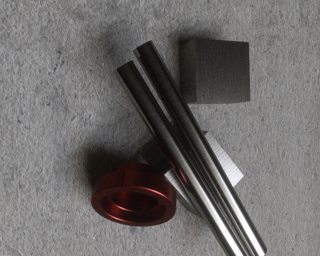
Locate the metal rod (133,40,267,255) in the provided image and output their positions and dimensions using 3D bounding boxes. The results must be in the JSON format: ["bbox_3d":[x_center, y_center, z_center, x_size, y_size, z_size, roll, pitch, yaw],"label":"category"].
[{"bbox_3d":[0.054,0.034,0.377,0.025,0.025,0.299,-33,101,-17],"label":"metal rod"}]

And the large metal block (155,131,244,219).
[{"bbox_3d":[0.050,0.060,0.415,0.080,0.050,0.080,-43,104,-15],"label":"large metal block"}]

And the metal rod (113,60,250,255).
[{"bbox_3d":[0.035,0.057,0.370,0.025,0.025,0.299,-35,101,-17],"label":"metal rod"}]

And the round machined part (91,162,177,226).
[{"bbox_3d":[-0.029,0.077,0.371,0.099,0.097,0.042,24,45,-19],"label":"round machined part"}]

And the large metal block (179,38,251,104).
[{"bbox_3d":[0.074,-0.074,0.424,0.081,0.050,0.079,-2,91,-20],"label":"large metal block"}]
